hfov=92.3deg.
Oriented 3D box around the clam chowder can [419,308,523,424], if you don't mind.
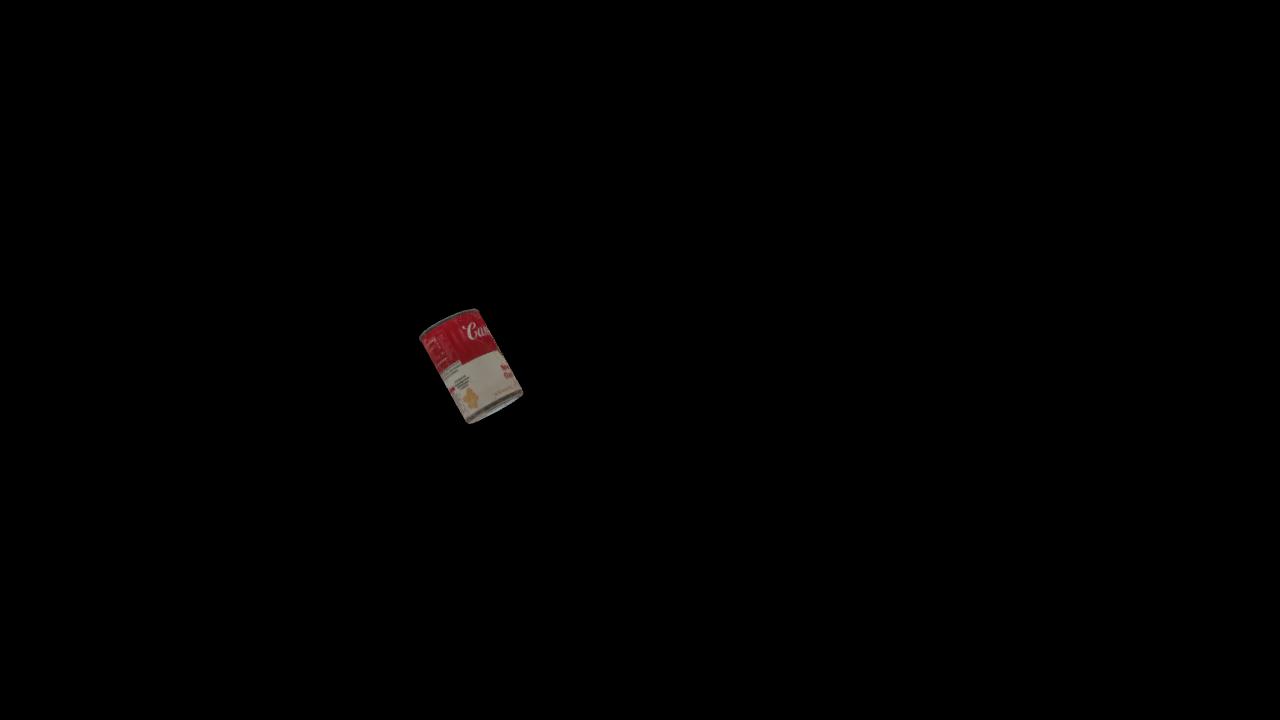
[{"bbox_3d":[-0.174,0.007,0.639,0.068,0.102,0.068,-29,-3,-1],"label":"clam chowder can"}]
